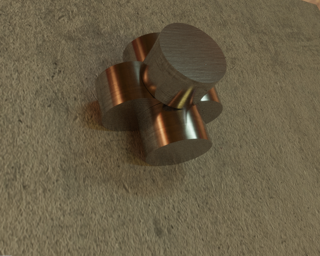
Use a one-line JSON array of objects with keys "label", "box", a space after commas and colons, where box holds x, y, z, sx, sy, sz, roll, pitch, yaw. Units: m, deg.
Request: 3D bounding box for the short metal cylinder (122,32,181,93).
[{"label": "short metal cylinder", "box": [-0.006, -0.082, 0.418, 0.081, 0.080, 0.050, -2, 63, -30]}]

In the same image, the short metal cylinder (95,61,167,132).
[{"label": "short metal cylinder", "box": [-0.034, -0.036, 0.375, 0.081, 0.080, 0.050, -1, 63, -29]}]

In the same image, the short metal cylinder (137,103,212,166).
[{"label": "short metal cylinder", "box": [0.017, 0.008, 0.376, 0.081, 0.080, 0.050, 0, 62, -29]}]

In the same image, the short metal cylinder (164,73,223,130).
[{"label": "short metal cylinder", "box": [0.037, -0.036, 0.414, 0.081, 0.080, 0.050, 0, 62, -29]}]

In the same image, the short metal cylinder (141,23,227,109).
[{"label": "short metal cylinder", "box": [0.025, -0.068, 0.343, 0.081, 0.050, 0.080, 14, 56, -21]}]
